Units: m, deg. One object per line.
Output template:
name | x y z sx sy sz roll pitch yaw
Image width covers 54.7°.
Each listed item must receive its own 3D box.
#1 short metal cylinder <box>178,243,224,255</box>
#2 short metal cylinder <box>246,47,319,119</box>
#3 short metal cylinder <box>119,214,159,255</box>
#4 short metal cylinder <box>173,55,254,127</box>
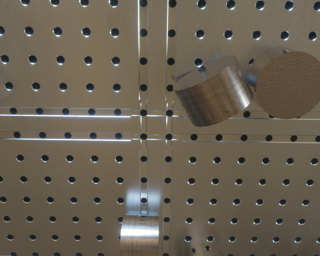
short metal cylinder | 0.067 0.230 0.485 0.081 0.050 0.079 0 110 0
short metal cylinder | 0.151 -0.056 0.381 0.081 0.050 0.079 0 110 0
short metal cylinder | -0.028 0.165 0.445 0.050 0.080 0.079 2 110 -1
short metal cylinder | 0.063 -0.044 0.368 0.080 0.080 0.050 -27 108 9
